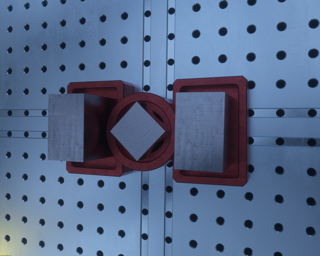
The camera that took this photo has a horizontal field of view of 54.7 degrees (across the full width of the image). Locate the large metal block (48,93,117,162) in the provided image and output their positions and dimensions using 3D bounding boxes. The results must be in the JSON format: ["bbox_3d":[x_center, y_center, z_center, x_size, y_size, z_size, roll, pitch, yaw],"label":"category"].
[{"bbox_3d":[-0.098,-0.001,0.404,0.050,0.080,0.080,1,90,20],"label":"large metal block"}]

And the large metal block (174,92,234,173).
[{"bbox_3d":[0.053,0.003,0.350,0.050,0.080,0.080,2,91,20],"label":"large metal block"}]

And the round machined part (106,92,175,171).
[{"bbox_3d":[-0.016,0.005,0.400,0.098,0.042,0.097,0,90,20],"label":"round machined part"}]

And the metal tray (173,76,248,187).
[{"bbox_3d":[0.063,0.004,0.387,0.090,0.030,0.129,0,90,20],"label":"metal tray"}]

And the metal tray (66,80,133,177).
[{"bbox_3d":[-0.086,0.000,0.439,0.090,0.030,0.129,1,90,20],"label":"metal tray"}]

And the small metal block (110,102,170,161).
[{"bbox_3d":[-0.023,0.004,0.377,0.050,0.025,0.050,46,104,14],"label":"small metal block"}]
